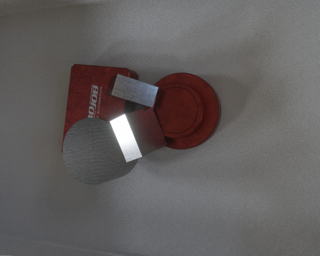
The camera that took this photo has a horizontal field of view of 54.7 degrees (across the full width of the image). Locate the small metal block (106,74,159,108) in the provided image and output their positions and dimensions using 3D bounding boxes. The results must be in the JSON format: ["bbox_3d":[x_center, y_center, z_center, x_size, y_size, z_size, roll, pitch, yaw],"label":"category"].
[{"bbox_3d":[-0.036,-0.045,0.380,0.050,0.050,0.025,16,90,-18],"label":"small metal block"}]

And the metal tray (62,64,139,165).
[{"bbox_3d":[-0.084,-0.020,0.432,0.090,0.030,0.129,8,93,19],"label":"metal tray"}]

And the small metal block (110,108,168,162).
[{"bbox_3d":[-0.024,0.006,0.361,0.025,0.050,0.050,-23,89,37],"label":"small metal block"}]

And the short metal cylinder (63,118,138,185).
[{"bbox_3d":[-0.073,0.027,0.388,0.080,0.050,0.079,0,90,19],"label":"short metal cylinder"}]

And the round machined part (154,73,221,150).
[{"bbox_3d":[0.025,-0.021,0.390,0.098,0.042,0.097,0,90,19],"label":"round machined part"}]
